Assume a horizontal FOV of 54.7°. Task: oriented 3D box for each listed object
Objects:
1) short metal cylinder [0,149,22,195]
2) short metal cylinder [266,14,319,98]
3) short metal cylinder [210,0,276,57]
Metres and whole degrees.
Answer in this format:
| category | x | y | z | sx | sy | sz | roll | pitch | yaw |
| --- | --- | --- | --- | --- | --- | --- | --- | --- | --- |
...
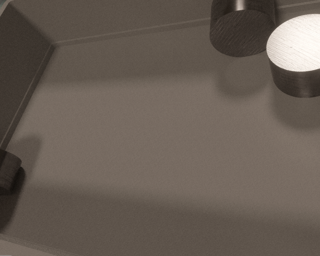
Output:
| category | x | y | z | sx | sy | sz | roll | pitch | yaw |
| --- | --- | --- | --- | --- | --- | --- | --- | --- | --- |
| short metal cylinder | -0.257 | 0.065 | 0.463 | 0.080 | 0.080 | 0.050 | -7 | 59 | 24 |
| short metal cylinder | 0.167 | -0.081 | 0.352 | 0.080 | 0.050 | 0.080 | -13 | 56 | 20 |
| short metal cylinder | 0.106 | -0.137 | 0.399 | 0.080 | 0.080 | 0.050 | -6 | 59 | 25 |
